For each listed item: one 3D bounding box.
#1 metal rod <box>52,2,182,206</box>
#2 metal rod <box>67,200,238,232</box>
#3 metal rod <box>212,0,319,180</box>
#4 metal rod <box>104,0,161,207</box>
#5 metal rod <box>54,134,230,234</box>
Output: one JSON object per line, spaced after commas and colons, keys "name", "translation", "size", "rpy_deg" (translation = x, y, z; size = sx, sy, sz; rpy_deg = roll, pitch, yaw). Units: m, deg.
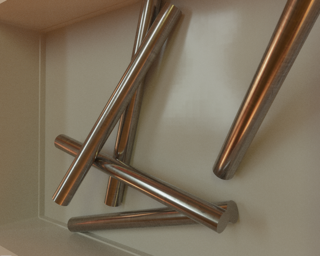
{"name": "metal rod", "translation": [-0.060, -0.026, 0.410], "size": [0.025, 0.025, 0.299], "rpy_deg": [36, 99, 34]}
{"name": "metal rod", "translation": [-0.033, 0.127, 0.431], "size": [0.300, 0.025, 0.025], "rpy_deg": [-18, 79, 38]}
{"name": "metal rod", "translation": [0.098, -0.061, 0.252], "size": [0.025, 0.025, 0.298], "rpy_deg": [44, 139, 30]}
{"name": "metal rod", "translation": [-0.041, -0.032, 0.437], "size": [0.025, 0.025, 0.298], "rpy_deg": [20, 102, 38]}
{"name": "metal rod", "translation": [-0.047, 0.059, 0.409], "size": [0.300, 0.025, 0.025], "rpy_deg": [18, 102, 38]}
